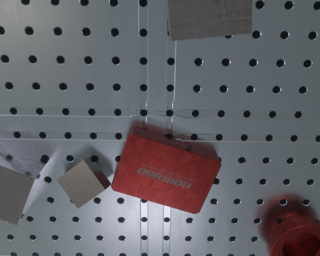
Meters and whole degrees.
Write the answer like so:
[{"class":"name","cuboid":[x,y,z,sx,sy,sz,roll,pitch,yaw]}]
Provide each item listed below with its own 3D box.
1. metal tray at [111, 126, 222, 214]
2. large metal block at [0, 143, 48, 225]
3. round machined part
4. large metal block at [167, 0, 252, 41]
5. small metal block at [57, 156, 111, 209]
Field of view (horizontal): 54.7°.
[{"class":"metal tray","cuboid":[0.008,0.060,0.433,0.131,0.030,0.089,18,109,-7]},{"class":"large metal block","cuboid":[-0.213,0.074,0.425,0.080,0.050,0.080,24,108,-9]},{"class":"round machined part","cuboid":[0.211,0.174,0.470,0.099,0.042,0.097,0,110,0]},{"class":"large metal block","cuboid":[0.049,-0.127,0.337,0.080,0.080,0.050,-5,110,2]},{"class":"small metal block","cuboid":[-0.106,0.075,0.433,0.050,0.025,0.050,-36,89,12]}]
